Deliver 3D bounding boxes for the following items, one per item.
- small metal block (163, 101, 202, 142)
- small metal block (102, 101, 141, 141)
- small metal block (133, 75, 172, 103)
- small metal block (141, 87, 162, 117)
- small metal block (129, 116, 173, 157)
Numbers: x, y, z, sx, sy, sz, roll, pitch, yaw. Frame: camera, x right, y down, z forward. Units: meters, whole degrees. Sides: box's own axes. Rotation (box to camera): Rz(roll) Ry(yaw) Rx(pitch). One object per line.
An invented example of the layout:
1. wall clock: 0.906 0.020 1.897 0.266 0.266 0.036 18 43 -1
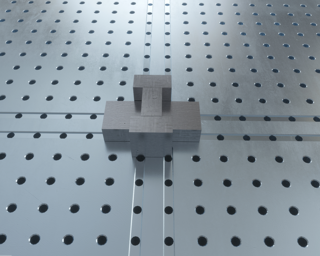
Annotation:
1. small metal block: 0.028 -0.009 0.415 0.050 0.025 0.050 1 50 0
2. small metal block: -0.048 -0.010 0.415 0.050 0.025 0.050 0 50 0
3. small metal block: -0.010 -0.046 0.430 0.050 0.050 0.025 1 50 0
4. small metal block: -0.010 -0.018 0.405 0.025 0.050 0.050 1 50 0
5. small metal block: -0.010 0.011 0.381 0.050 0.050 0.025 1 50 0
